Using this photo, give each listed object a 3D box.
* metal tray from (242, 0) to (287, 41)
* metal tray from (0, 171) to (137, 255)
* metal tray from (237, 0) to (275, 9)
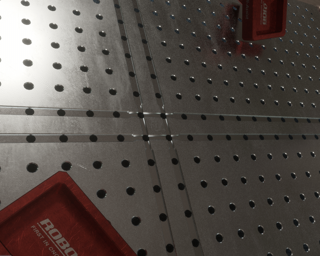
[{"bbox_3d":[0.206,-0.242,0.606,0.091,0.030,0.129,-15,113,-25],"label":"metal tray"},{"bbox_3d":[-0.088,0.116,0.287,0.130,0.030,0.091,48,51,5],"label":"metal tray"},{"bbox_3d":[0.220,-0.297,0.627,0.030,0.130,0.090,32,29,-31],"label":"metal tray"}]
